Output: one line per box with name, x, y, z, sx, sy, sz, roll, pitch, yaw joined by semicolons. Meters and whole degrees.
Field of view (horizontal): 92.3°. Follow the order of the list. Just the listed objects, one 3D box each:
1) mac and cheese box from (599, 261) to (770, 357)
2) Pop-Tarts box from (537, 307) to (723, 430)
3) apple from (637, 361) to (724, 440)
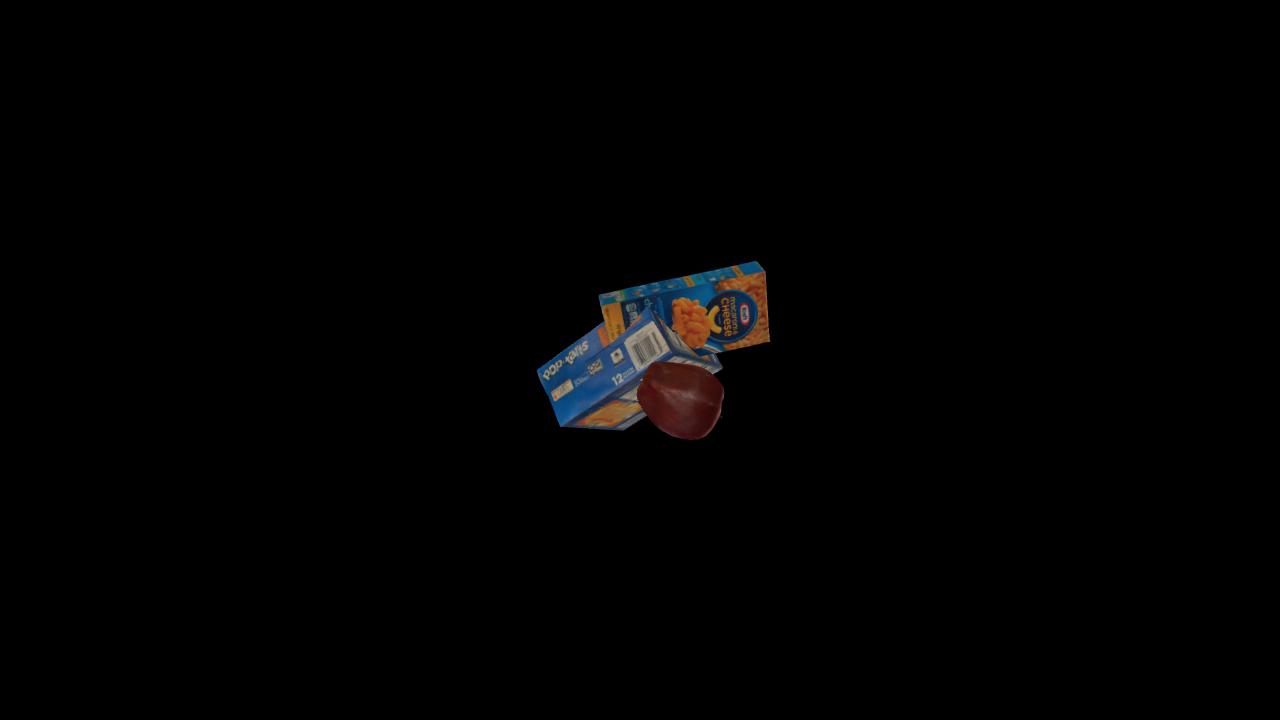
mac and cheese box;0.053;-0.047;0.701;0.184;0.093;0.041;-13;29;-2
Pop-Tarts box;-0.011;0.011;0.747;0.167;0.083;0.141;-34;-23;23
apple;0.043;0.041;0.638;0.093;0.079;0.079;25;-1;-2
